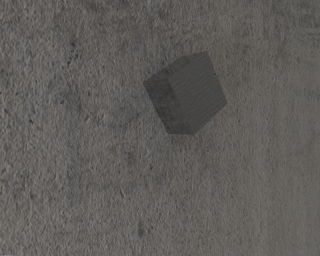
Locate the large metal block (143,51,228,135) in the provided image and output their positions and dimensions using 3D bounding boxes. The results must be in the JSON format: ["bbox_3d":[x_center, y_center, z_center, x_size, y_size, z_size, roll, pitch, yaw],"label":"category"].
[{"bbox_3d":[0.036,-0.047,0.418,0.080,0.050,0.080,-40,114,-33],"label":"large metal block"}]
